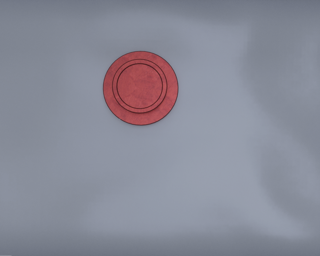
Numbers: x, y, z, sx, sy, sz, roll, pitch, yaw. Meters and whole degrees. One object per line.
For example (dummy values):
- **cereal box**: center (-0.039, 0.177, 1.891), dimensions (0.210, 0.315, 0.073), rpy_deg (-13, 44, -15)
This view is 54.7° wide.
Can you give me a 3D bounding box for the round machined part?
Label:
- **round machined part**: center (-0.025, -0.052, 0.403), dimensions (0.099, 0.042, 0.097), rpy_deg (0, 90, -1)
